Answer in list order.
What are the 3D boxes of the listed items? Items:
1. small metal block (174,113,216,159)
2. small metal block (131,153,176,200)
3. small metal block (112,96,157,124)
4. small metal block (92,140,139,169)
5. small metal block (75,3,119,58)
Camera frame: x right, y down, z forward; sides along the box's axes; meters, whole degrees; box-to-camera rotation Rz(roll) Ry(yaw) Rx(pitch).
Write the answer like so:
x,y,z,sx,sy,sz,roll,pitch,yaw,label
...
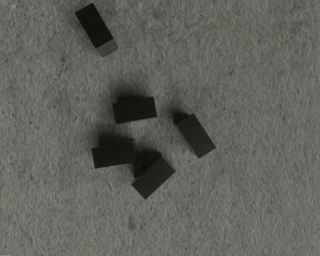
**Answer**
x,y,z,sx,sy,sz,roll,pitch,yaw,label
0.044,0.010,0.398,0.025,0.050,0.050,-34,90,0,small metal block
-0.008,0.060,0.397,0.050,0.050,0.025,-43,91,0,small metal block
-0.030,-0.022,0.397,0.050,0.050,0.025,-10,90,0,small metal block
-0.056,0.033,0.397,0.050,0.050,0.025,-9,90,0,small metal block
-0.079,-0.123,0.396,0.025,0.050,0.050,-30,90,0,small metal block
